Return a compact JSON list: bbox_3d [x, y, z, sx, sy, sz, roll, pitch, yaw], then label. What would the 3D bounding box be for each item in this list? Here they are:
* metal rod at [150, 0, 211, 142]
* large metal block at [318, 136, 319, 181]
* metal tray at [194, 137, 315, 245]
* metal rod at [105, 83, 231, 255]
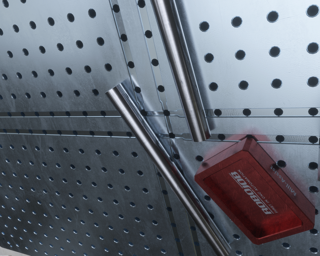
[{"bbox_3d":[0.008,-0.119,0.333,0.025,0.025,0.298,-5,116,30],"label":"metal rod"},{"bbox_3d":[0.197,0.020,0.284,0.080,0.080,0.050,19,126,17],"label":"large metal block"},{"bbox_3d":[0.119,0.085,0.397,0.130,0.030,0.090,47,129,-6],"label":"metal tray"},{"bbox_3d":[0.018,0.069,0.444,0.025,0.025,0.299,-24,106,36],"label":"metal rod"}]
